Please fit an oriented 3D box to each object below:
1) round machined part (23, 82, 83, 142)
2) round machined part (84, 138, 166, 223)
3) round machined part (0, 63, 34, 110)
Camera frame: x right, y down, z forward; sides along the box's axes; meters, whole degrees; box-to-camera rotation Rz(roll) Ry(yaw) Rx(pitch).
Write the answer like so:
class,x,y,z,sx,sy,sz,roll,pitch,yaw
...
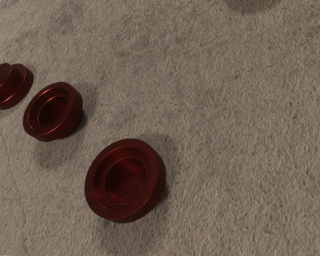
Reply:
class,x,y,z,sx,sy,sz,roll,pitch,yaw
round machined part,-0.162,-0.021,0.489,0.098,0.042,0.098,-13,56,20
round machined part,-0.037,0.065,0.371,0.098,0.042,0.098,-13,56,20
round machined part,-0.299,-0.087,0.600,0.098,0.042,0.098,-13,56,20
